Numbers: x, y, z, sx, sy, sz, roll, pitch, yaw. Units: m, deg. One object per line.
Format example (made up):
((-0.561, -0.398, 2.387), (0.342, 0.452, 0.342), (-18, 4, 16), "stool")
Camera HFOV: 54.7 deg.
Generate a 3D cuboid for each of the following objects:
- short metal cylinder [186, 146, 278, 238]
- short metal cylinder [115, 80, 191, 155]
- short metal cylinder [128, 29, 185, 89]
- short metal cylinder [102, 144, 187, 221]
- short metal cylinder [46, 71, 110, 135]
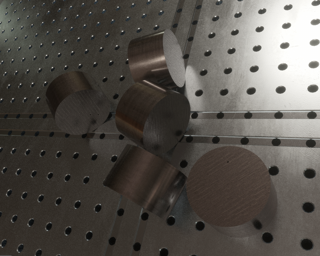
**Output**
((0.073, 0.065, 0.313), (0.080, 0.050, 0.080), (-13, 56, 20), "short metal cylinder")
((-0.008, -0.014, 0.384), (0.050, 0.080, 0.080), (29, 78, 37), "short metal cylinder")
((-0.002, -0.090, 0.428), (0.050, 0.080, 0.080), (-10, 58, 23), "short metal cylinder")
((-0.016, 0.060, 0.343), (0.080, 0.080, 0.050), (20, 73, 35), "short metal cylinder")
((-0.121, -0.036, 0.457), (0.080, 0.080, 0.050), (-39, 51, 1), "short metal cylinder")
